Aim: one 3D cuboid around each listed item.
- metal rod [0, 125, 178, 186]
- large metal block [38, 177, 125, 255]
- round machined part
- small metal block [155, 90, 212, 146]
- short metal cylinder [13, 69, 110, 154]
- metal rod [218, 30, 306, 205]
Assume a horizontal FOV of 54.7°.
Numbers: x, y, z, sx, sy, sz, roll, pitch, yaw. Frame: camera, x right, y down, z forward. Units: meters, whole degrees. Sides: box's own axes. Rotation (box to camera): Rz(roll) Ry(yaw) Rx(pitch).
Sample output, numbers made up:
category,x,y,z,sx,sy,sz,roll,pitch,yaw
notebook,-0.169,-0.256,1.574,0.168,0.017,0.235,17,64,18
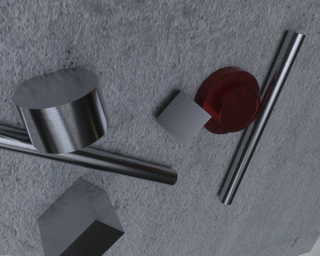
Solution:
category,x,y,z,sx,sy,sz,roll,pitch,yaw
metal rod,-0.097,0.034,0.375,0.302,0.025,0.025,19,108,-36
large metal block,-0.102,0.124,0.393,0.080,0.080,0.050,-45,130,3
round machined part,0.100,-0.033,0.433,0.099,0.042,0.097,-14,124,-21
small metal block,0.030,-0.013,0.401,0.050,0.025,0.050,41,96,-3
short metal cylinder,-0.095,-0.019,0.308,0.081,0.080,0.050,-20,126,-17
metal rod,0.154,-0.002,0.492,0.025,0.025,0.298,1,118,-30
